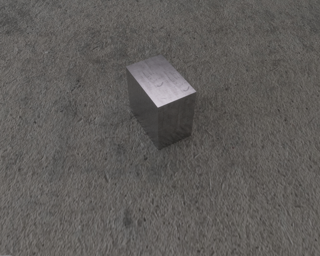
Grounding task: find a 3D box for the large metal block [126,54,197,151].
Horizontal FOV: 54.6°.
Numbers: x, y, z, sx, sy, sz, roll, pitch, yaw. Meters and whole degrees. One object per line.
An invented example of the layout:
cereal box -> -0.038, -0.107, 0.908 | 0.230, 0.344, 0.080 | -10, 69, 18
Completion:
large metal block -> 0.000, -0.033, 0.395 | 0.050, 0.080, 0.080 | -24, 54, -19
